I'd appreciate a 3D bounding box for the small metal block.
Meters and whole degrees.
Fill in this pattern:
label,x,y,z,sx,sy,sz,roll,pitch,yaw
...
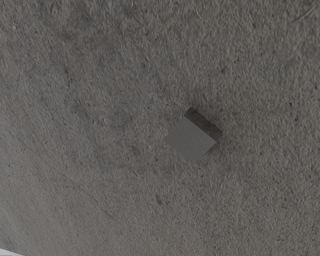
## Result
label,x,y,z,sx,sy,sz,roll,pitch,yaw
small metal block,0.041,0.010,0.392,0.050,0.025,0.050,39,129,1
